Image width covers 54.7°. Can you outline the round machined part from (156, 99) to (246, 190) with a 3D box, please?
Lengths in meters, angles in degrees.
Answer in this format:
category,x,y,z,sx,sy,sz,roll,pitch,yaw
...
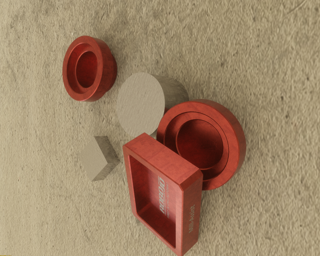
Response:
category,x,y,z,sx,sy,sz,roll,pitch,yaw
round machined part,0.048,0.016,0.344,0.098,0.042,0.097,9,107,32

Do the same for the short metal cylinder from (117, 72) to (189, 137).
category,x,y,z,sx,sy,sz,roll,pitch,yaw
short metal cylinder,-0.009,-0.028,0.394,0.080,0.050,0.079,0,90,40

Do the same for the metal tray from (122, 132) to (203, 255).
category,x,y,z,sx,sy,sz,roll,pitch,yaw
metal tray,0.003,0.079,0.357,0.090,0.030,0.129,32,140,35

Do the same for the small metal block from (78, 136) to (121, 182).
category,x,y,z,sx,sy,sz,roll,pitch,yaw
small metal block,-0.095,0.047,0.481,0.050,0.025,0.050,-46,63,30

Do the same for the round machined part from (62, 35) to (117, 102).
category,x,y,z,sx,sy,sz,roll,pitch,yaw
round machined part,-0.104,-0.089,0.477,0.098,0.042,0.097,0,90,39
